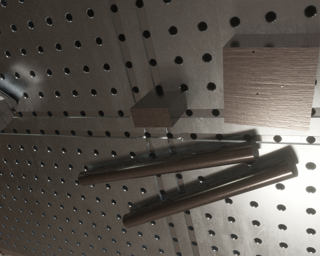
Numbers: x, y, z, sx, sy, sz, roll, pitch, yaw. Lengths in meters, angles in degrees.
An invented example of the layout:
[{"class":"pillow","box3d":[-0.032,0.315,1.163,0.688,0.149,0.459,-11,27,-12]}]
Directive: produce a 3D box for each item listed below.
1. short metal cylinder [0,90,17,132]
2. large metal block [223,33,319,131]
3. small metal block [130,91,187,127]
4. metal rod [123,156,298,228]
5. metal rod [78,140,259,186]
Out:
[{"class":"short metal cylinder","box3d":[-0.284,-0.029,0.504,0.050,0.080,0.079,35,129,5]},{"class":"large metal block","box3d":[0.109,-0.047,0.308,0.080,0.050,0.079,6,121,24]},{"class":"small metal block","box3d":[-0.001,-0.024,0.380,0.050,0.050,0.025,0,118,28]},{"class":"metal rod","box3d":[0.049,0.103,0.447,0.299,0.025,0.025,-29,103,37]},{"class":"metal rod","box3d":[-0.009,0.057,0.449,0.300,0.025,0.025,-14,111,33]}]
